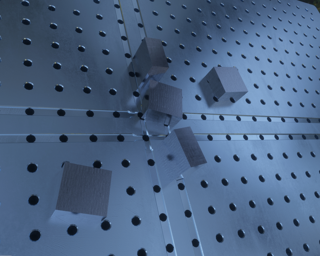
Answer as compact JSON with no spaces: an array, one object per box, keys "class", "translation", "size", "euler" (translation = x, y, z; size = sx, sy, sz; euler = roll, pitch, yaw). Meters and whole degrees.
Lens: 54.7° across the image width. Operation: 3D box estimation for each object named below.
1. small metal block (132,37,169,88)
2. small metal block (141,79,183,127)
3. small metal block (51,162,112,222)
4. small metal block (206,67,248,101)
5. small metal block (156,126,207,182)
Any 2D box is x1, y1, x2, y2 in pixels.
[{"class":"small metal block","translation":[-0.015,-0.092,0.442],"size":[0.025,0.050,0.050],"euler":[0,62,-29]},{"class":"small metal block","translation":[0.003,-0.035,0.433],"size":[0.050,0.025,0.050],"euler":[15,56,-20]},{"class":"small metal block","translation":[-0.081,0.068,0.324],"size":[0.050,0.025,0.050],"euler":[15,56,-21]},{"class":"small metal block","translation":[0.111,-0.074,0.516],"size":[0.050,0.025,0.050],"euler":[-6,65,-31]},{"class":"small metal block","translation":[0.026,0.033,0.387],"size":[0.025,0.050,0.050],"euler":[-11,67,-33]}]
